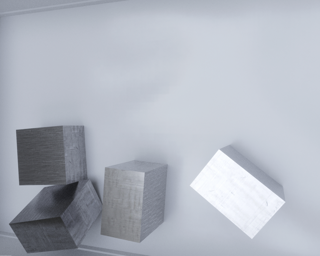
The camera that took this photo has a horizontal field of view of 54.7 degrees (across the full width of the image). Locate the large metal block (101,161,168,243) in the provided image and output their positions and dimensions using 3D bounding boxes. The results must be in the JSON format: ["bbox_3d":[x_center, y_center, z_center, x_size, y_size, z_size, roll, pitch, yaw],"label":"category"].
[{"bbox_3d":[-0.030,0.087,0.392,0.050,0.080,0.079,5,92,20],"label":"large metal block"}]

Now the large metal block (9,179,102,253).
[{"bbox_3d":[-0.137,0.119,0.422,0.080,0.080,0.050,-13,111,19],"label":"large metal block"}]

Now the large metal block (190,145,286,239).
[{"bbox_3d":[0.090,0.066,0.349,0.080,0.080,0.050,40,103,15],"label":"large metal block"}]

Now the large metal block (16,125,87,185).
[{"bbox_3d":[-0.157,0.039,0.453,0.080,0.050,0.080,-5,88,20],"label":"large metal block"}]
